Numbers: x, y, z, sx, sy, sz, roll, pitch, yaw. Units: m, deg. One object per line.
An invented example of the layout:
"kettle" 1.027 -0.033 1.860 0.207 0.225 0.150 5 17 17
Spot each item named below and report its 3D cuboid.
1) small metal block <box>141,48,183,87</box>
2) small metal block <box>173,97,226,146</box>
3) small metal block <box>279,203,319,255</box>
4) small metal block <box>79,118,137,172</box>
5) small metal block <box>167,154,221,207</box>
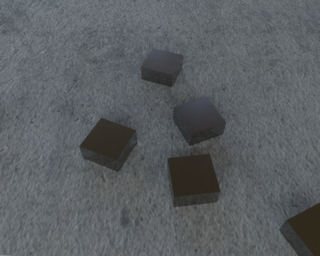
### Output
"small metal block" 0.004 -0.095 0.483 0.050 0.025 0.050 17 52 13
"small metal block" 0.051 -0.009 0.412 0.050 0.025 0.050 -18 53 -15
"small metal block" 0.161 0.110 0.313 0.050 0.025 0.050 -20 53 -17
"small metal block" -0.063 0.020 0.385 0.050 0.025 0.050 19 52 15
"small metal block" 0.037 0.059 0.354 0.050 0.025 0.050 -5 50 -5
